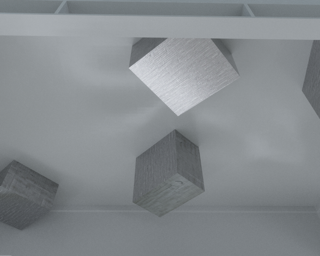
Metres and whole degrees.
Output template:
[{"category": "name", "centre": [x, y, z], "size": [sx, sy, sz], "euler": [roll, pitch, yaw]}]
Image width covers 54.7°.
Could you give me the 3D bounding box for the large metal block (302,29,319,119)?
[{"category": "large metal block", "centre": [0.198, -0.053, 0.330], "size": [0.050, 0.080, 0.080], "euler": [-5, 130, 4]}]

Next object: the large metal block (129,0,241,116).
[{"category": "large metal block", "centre": [0.026, -0.072, 0.331], "size": [0.080, 0.050, 0.080], "euler": [-32, 123, 24]}]

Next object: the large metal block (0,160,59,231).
[{"category": "large metal block", "centre": [-0.221, 0.106, 0.481], "size": [0.080, 0.050, 0.080], "euler": [-35, 122, 26]}]

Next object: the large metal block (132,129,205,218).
[{"category": "large metal block", "centre": [0.010, 0.062, 0.426], "size": [0.050, 0.080, 0.080], "euler": [37, 121, -27]}]
